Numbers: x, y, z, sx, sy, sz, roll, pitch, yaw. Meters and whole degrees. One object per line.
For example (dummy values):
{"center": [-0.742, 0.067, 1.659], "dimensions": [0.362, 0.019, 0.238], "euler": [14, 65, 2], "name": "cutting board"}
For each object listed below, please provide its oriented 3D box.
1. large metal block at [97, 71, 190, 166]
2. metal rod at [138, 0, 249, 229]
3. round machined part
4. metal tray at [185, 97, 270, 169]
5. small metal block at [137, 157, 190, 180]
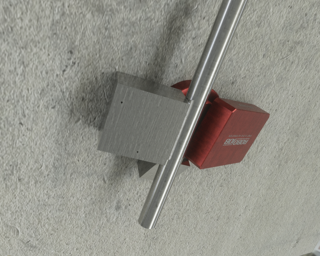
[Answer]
{"center": [-0.022, -0.011, 0.359], "dimensions": [0.081, 0.050, 0.079], "euler": [15, 112, -15], "name": "large metal block"}
{"center": [0.031, -0.005, 0.368], "dimensions": [0.025, 0.025, 0.298], "euler": [8, 112, -32], "name": "metal rod"}
{"center": [0.042, -0.011, 0.413], "dimensions": [0.099, 0.042, 0.097], "euler": [-14, 124, -21], "name": "round machined part"}
{"center": [0.098, 0.008, 0.435], "dimensions": [0.131, 0.030, 0.089], "euler": [2, 121, -52], "name": "metal tray"}
{"center": [0.005, 0.050, 0.429], "dimensions": [0.050, 0.025, 0.050], "euler": [17, 135, -35], "name": "small metal block"}
